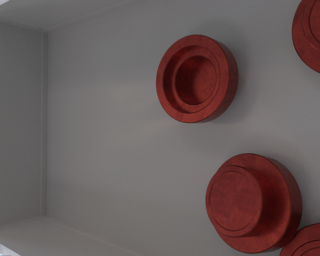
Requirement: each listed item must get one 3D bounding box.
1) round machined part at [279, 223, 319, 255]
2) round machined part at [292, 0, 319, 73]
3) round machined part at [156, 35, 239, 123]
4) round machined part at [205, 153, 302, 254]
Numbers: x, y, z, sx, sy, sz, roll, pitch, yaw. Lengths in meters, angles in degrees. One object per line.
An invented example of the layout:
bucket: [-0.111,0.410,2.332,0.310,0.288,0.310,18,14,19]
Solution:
round machined part: [0.146,0.129,0.258,0.098,0.042,0.098,-17,62,36]
round machined part: [0.162,-0.091,0.262,0.098,0.042,0.097,0,90,40]
round machined part: [0.046,-0.054,0.358,0.098,0.042,0.097,0,90,40]
round machined part: [0.084,0.073,0.310,0.098,0.042,0.098,-20,63,47]
